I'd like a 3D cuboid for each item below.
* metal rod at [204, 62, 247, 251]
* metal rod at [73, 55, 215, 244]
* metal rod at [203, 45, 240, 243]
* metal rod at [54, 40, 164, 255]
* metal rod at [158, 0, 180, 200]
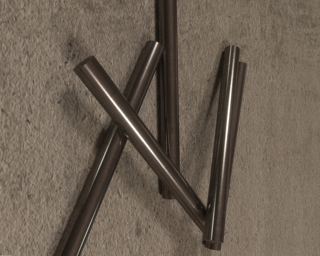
[{"bbox_3d":[0.107,0.039,0.497,0.025,0.025,0.299,17,79,-39],"label":"metal rod"},{"bbox_3d":[0.002,0.044,0.374,0.025,0.025,0.299,-51,120,-28],"label":"metal rod"},{"bbox_3d":[0.093,0.007,0.447,0.025,0.025,0.299,30,60,-37],"label":"metal rod"},{"bbox_3d":[-0.057,0.029,0.358,0.025,0.025,0.299,33,70,-36],"label":"metal rod"},{"bbox_3d":[0.012,-0.055,0.416,0.025,0.025,0.298,-2,91,-40],"label":"metal rod"}]
